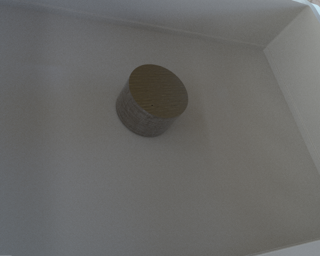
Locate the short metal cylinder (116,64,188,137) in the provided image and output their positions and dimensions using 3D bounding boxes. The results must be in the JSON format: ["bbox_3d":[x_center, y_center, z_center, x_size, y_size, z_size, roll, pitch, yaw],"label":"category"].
[{"bbox_3d":[-0.011,-0.035,0.402,0.081,0.050,0.080,13,56,-21],"label":"short metal cylinder"}]
